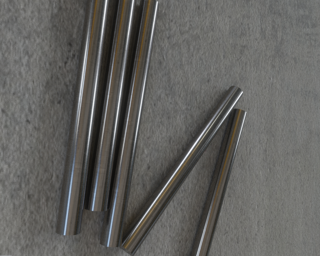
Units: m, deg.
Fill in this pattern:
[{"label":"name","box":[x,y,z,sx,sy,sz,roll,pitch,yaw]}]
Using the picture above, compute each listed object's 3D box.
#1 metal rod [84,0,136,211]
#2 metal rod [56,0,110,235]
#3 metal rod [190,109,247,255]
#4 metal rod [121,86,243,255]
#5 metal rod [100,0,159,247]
[{"label":"metal rod","box":[-0.053,-0.057,0.361,0.025,0.025,0.298,12,82,-40]},{"label":"metal rod","box":[-0.080,-0.038,0.338,0.025,0.025,0.298,10,83,-40]},{"label":"metal rod","box":[0.086,0.109,0.479,0.025,0.025,0.299,31,71,-36]},{"label":"metal rod","box":[0.042,0.043,0.442,0.301,0.025,0.025,-51,120,-28]},{"label":"metal rod","box":[-0.035,-0.012,0.376,0.025,0.025,0.298,14,81,-40]}]
